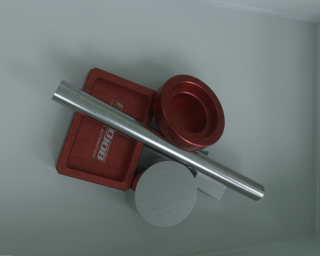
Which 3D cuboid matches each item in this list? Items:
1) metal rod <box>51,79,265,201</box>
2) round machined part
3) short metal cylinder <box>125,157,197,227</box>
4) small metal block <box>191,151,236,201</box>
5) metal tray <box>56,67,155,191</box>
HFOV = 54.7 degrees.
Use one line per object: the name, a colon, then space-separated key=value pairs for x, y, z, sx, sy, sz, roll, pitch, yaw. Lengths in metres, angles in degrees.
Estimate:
metal rod: x=0.014 y=0.025 z=0.384 sx=0.301 sy=0.025 sz=0.025 roll=28 pitch=81 yaw=-21
round machined part: x=0.032 y=-0.016 z=0.400 sx=0.099 sy=0.042 sz=0.098 roll=15 pitch=61 yaw=-28
short metal cylinder: x=0.000 y=0.079 z=0.396 sx=0.081 sy=0.050 sz=0.079 roll=0 pitch=90 yaw=-21
small metal block: x=0.070 y=0.066 z=0.436 sx=0.050 sy=0.025 sz=0.050 roll=33 pitch=79 yaw=-17
metal tray: x=-0.064 y=0.003 z=0.382 sx=0.091 sy=0.030 sz=0.129 roll=20 pitch=83 yaw=-19
